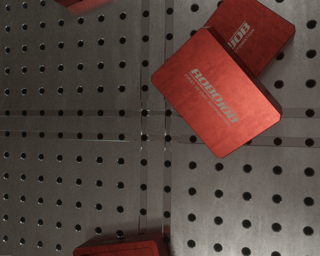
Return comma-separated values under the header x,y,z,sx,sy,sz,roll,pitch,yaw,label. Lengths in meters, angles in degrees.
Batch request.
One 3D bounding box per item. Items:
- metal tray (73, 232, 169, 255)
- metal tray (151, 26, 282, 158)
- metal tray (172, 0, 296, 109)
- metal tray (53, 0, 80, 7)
x,y,z,sx,sy,sz,roll,pitch,yaw,label
-0.050,0.200,0.426,0.130,0.030,0.090,-14,86,19,metal tray
0.064,-0.039,0.360,0.090,0.030,0.130,-40,92,30,metal tray
0.086,-0.089,0.379,0.090,0.030,0.130,42,103,15,metal tray
-0.128,-0.258,0.453,0.090,0.030,0.129,-16,85,19,metal tray
